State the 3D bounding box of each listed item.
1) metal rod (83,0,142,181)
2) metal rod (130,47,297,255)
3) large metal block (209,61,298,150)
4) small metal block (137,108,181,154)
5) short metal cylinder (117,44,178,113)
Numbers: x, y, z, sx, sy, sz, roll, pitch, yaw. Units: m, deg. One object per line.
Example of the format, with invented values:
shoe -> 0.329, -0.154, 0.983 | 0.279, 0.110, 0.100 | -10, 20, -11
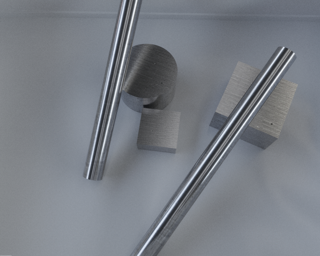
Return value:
metal rod -> -0.050, -0.083, 0.374 | 0.025, 0.025, 0.298 | 14, 95, 4
metal rod -> 0.062, 0.034, 0.359 | 0.025, 0.025, 0.299 | 35, 88, 11
large metal block -> 0.121, -0.029, 0.409 | 0.080, 0.050, 0.080 | 24, 72, 8
small metal block -> -0.001, 0.004, 0.408 | 0.050, 0.025, 0.050 | 7, 70, 2
short metal cylinder -> -0.018, -0.066, 0.420 | 0.081, 0.050, 0.080 | 0, 70, 0
